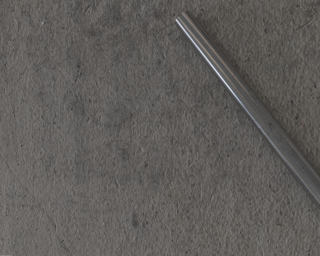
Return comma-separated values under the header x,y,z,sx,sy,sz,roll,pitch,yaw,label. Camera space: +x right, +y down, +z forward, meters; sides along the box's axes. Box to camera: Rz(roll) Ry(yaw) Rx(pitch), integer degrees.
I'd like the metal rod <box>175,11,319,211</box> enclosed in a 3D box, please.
x,y,z,sx,sy,sz,roll,pitch,yaw,label
0.113,-0.021,0.368,0.025,0.025,0.299,-38,78,16,metal rod
